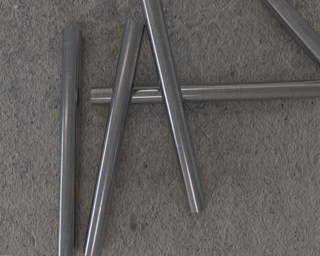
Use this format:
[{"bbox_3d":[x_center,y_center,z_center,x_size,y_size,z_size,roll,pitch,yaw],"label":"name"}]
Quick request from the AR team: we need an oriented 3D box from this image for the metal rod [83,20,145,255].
[{"bbox_3d":[-0.059,0.019,0.391,0.025,0.025,0.298,12,97,0],"label":"metal rod"}]

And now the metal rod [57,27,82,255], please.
[{"bbox_3d":[-0.119,0.020,0.408,0.025,0.025,0.298,2,90,0],"label":"metal rod"}]

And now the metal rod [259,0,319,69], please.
[{"bbox_3d":[0.166,-0.151,0.410,0.025,0.025,0.300,-41,90,0],"label":"metal rod"}]

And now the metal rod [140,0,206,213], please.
[{"bbox_3d":[0.016,-0.037,0.385,0.025,0.025,0.298,-13,100,0],"label":"metal rod"}]

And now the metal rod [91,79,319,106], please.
[{"bbox_3d":[0.063,-0.047,0.410,0.302,0.025,0.025,-2,90,0],"label":"metal rod"}]
